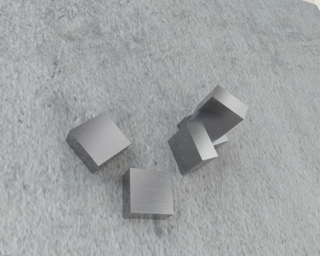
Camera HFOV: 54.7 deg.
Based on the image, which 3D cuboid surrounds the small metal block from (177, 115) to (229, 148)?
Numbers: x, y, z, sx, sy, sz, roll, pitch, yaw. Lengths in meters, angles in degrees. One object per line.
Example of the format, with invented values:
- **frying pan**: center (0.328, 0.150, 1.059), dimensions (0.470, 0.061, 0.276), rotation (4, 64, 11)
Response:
- **small metal block**: center (0.060, 0.007, 0.434), dimensions (0.050, 0.025, 0.050), rotation (-14, 69, -34)

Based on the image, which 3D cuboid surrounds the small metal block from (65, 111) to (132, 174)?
- **small metal block**: center (-0.071, 0.016, 0.357), dimensions (0.050, 0.025, 0.050), rotation (50, 51, 6)

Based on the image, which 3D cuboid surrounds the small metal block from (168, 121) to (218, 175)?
- **small metal block**: center (0.040, 0.026, 0.395), dimensions (0.025, 0.050, 0.050), rotation (-10, 67, -33)

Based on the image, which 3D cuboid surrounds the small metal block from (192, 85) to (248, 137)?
- **small metal block**: center (0.080, -0.022, 0.414), dimensions (0.050, 0.050, 0.025), rotation (35, 51, -6)

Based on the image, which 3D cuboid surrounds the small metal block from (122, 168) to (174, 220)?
- **small metal block**: center (-0.014, 0.075, 0.351), dimensions (0.050, 0.025, 0.050), rotation (10, 58, -24)
